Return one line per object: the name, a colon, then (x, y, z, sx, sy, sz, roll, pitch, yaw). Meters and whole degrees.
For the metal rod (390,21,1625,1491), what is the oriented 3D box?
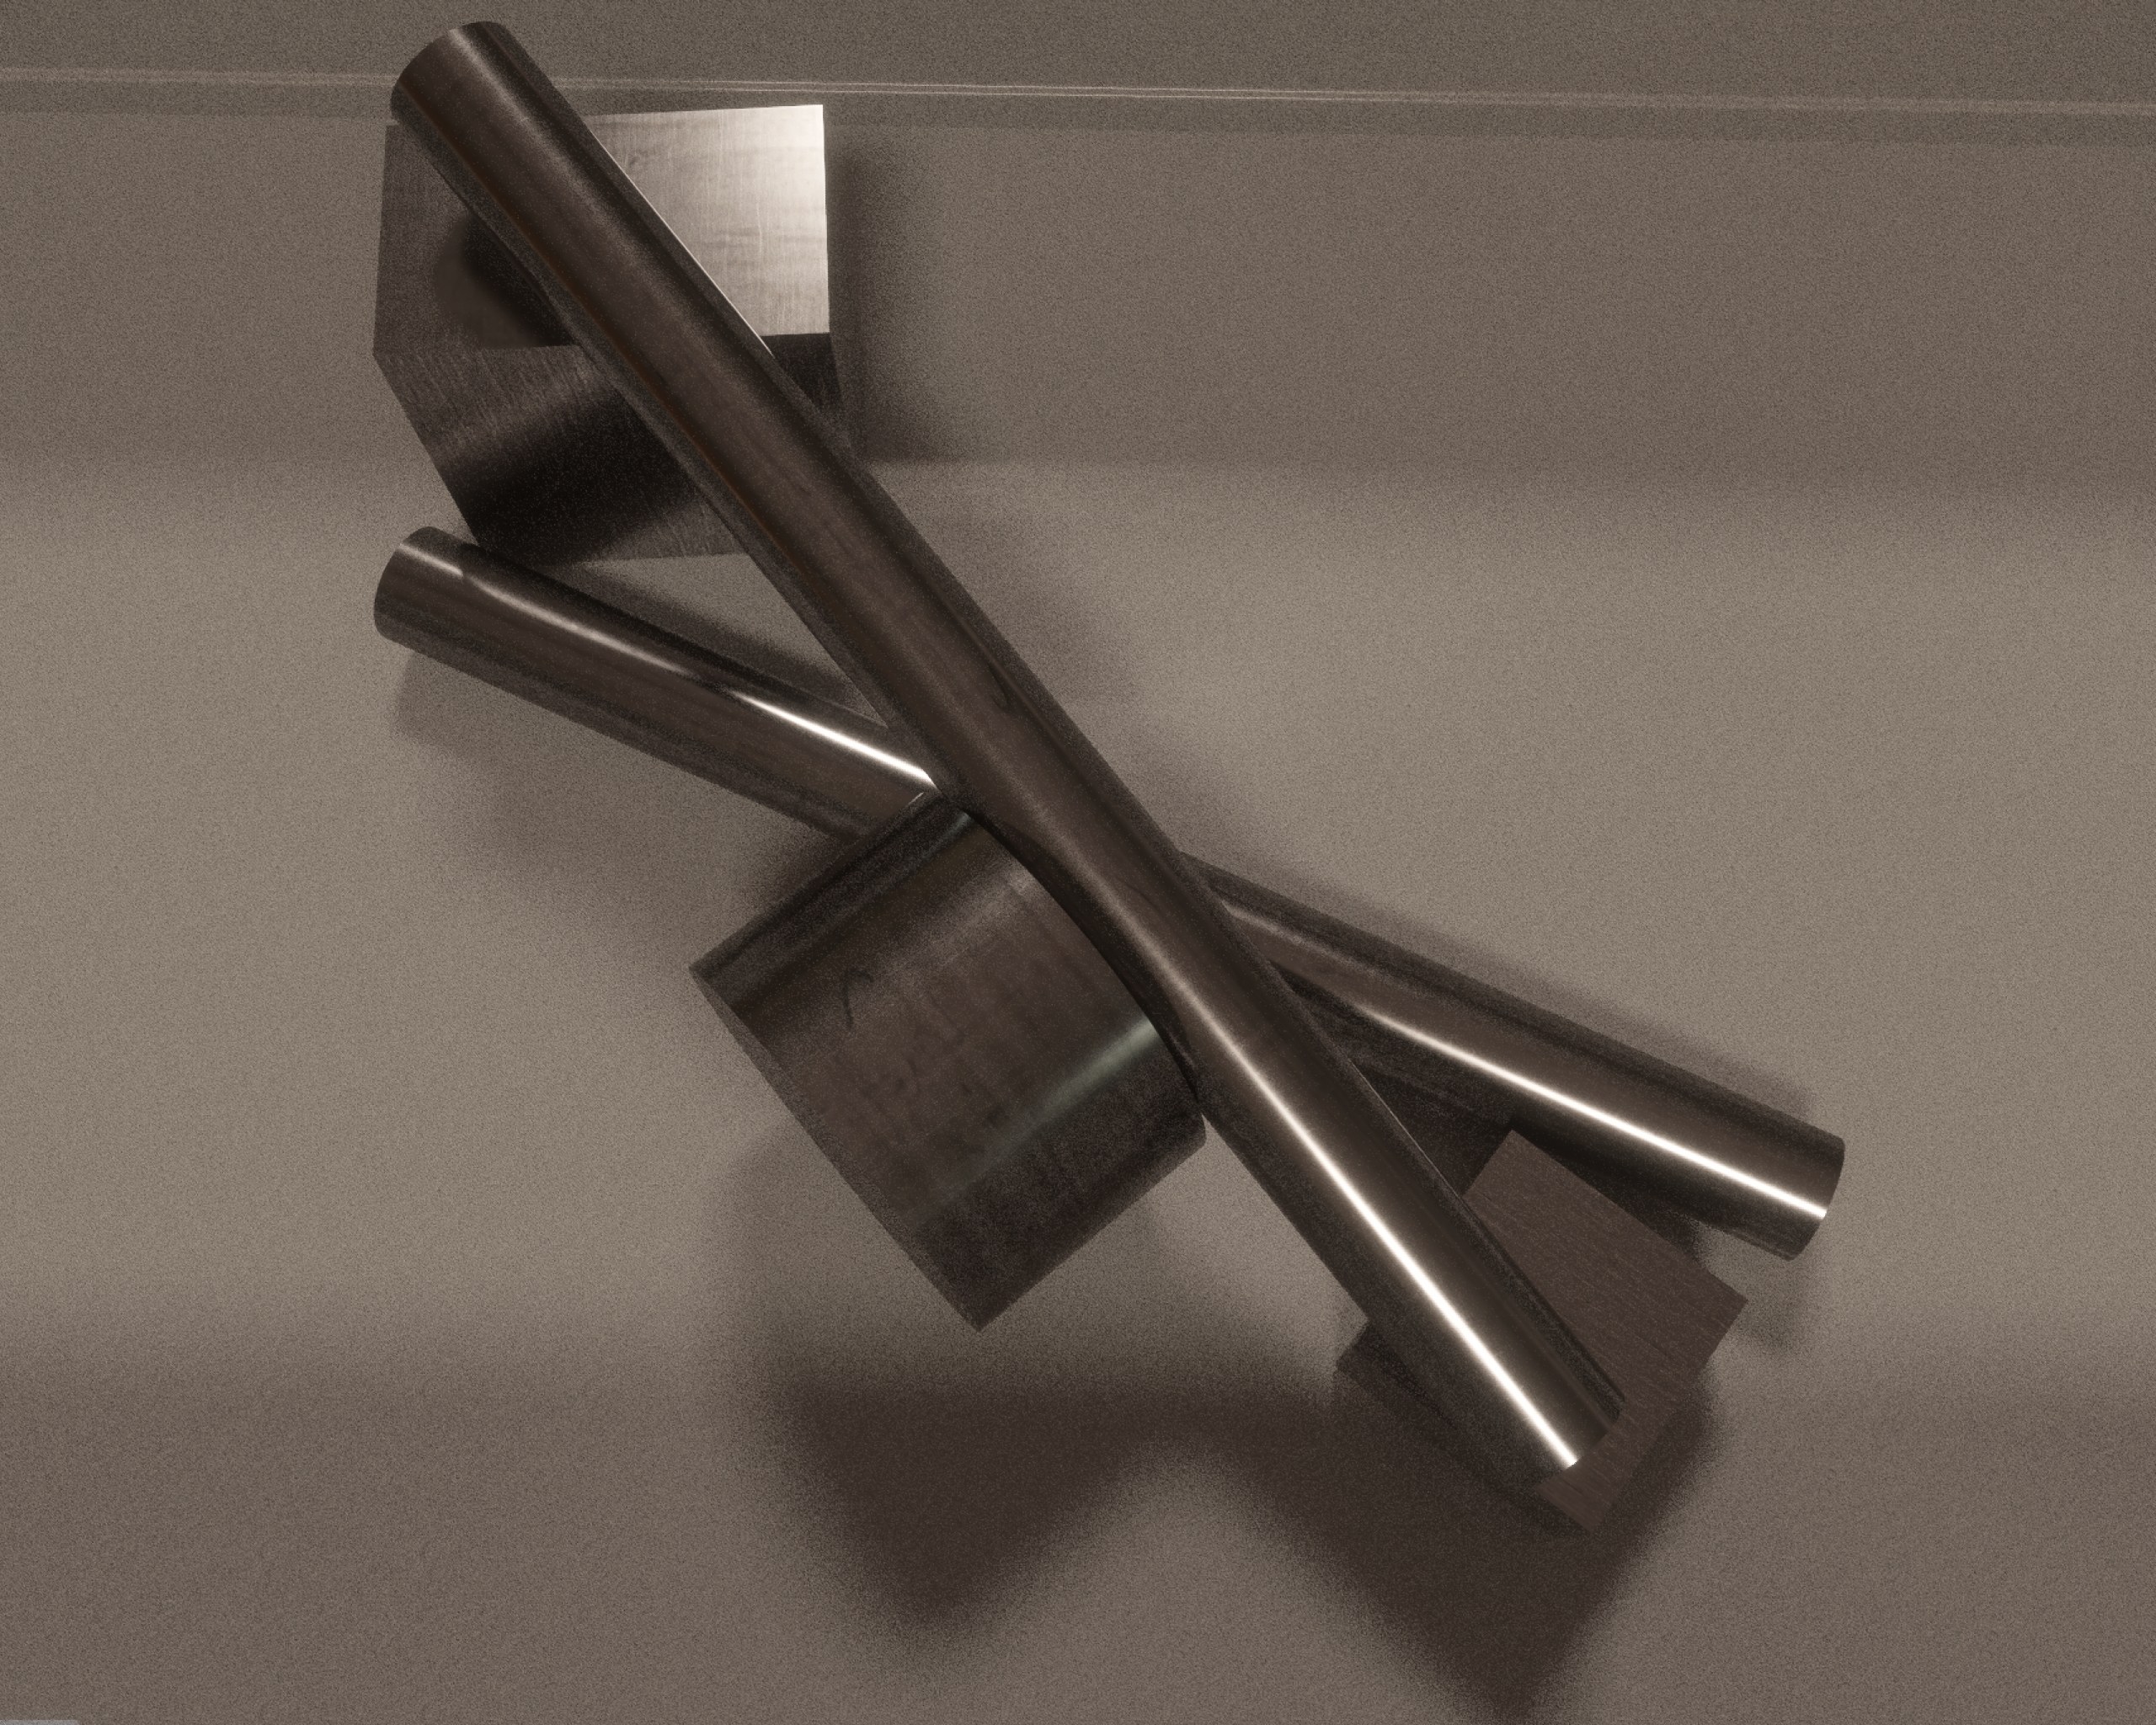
metal rod: (-0.014, -0.020, 0.354, 0.025, 0.025, 0.300, -39, 87, -13)

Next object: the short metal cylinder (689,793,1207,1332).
short metal cylinder: (-0.023, 0.034, 0.365, 0.050, 0.080, 0.080, -38, 75, -13)

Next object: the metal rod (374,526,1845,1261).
metal rod: (0.000, 0.003, 0.407, 0.301, 0.025, 0.025, 24, 72, 8)

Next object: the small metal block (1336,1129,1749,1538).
small metal block: (0.083, 0.085, 0.378, 0.050, 0.025, 0.050, 36, 74, 12)

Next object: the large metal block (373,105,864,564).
large metal block: (-0.086, -0.102, 0.416, 0.081, 0.080, 0.050, -3, 70, -2)
